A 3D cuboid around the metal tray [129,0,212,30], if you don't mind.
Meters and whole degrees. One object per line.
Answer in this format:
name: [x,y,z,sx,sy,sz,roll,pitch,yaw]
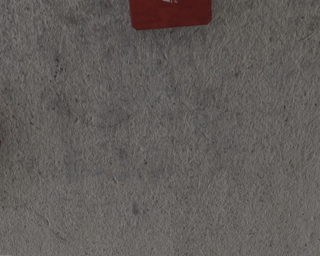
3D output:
metal tray: [0.008,-0.179,0.341,0.091,0.030,0.129,-5,110,1]
